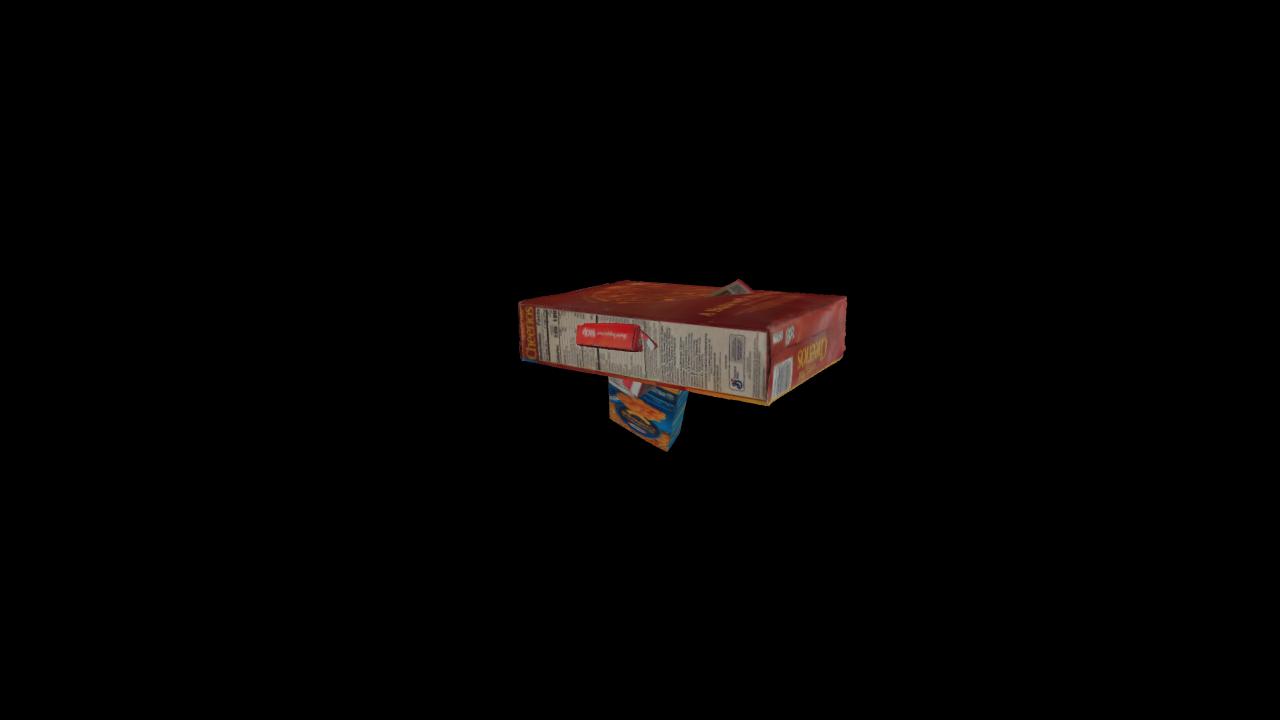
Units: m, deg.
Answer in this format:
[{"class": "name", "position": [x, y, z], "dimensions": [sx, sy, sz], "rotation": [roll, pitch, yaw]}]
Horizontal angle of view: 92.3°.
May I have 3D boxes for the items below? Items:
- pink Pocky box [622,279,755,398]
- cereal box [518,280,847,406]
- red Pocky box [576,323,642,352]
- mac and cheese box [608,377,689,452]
[{"class": "pink Pocky box", "position": [0.053, -0.025, 0.649], "dimensions": [0.155, 0.029, 0.084], "rotation": [-29, -27, -35]}, {"class": "cereal box", "position": [0.044, -0.033, 0.675], "dimensions": [0.306, 0.081, 0.203], "rotation": [8, 17, 35]}, {"class": "red Pocky box", "position": [0.015, -0.019, 0.657], "dimensions": [0.083, 0.028, 0.155], "rotation": [9, 2, 42]}, {"class": "mac and cheese box", "position": [0.009, 0.039, 0.727], "dimensions": [0.093, 0.041, 0.184], "rotation": [28, -28, 14]}]
